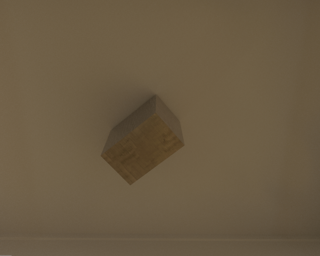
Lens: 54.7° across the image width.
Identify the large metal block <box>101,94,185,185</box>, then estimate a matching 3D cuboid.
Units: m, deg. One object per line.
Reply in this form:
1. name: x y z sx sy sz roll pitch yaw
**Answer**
1. large metal block: -0.020 0.011 0.383 0.080 0.080 0.050 -38 106 12
